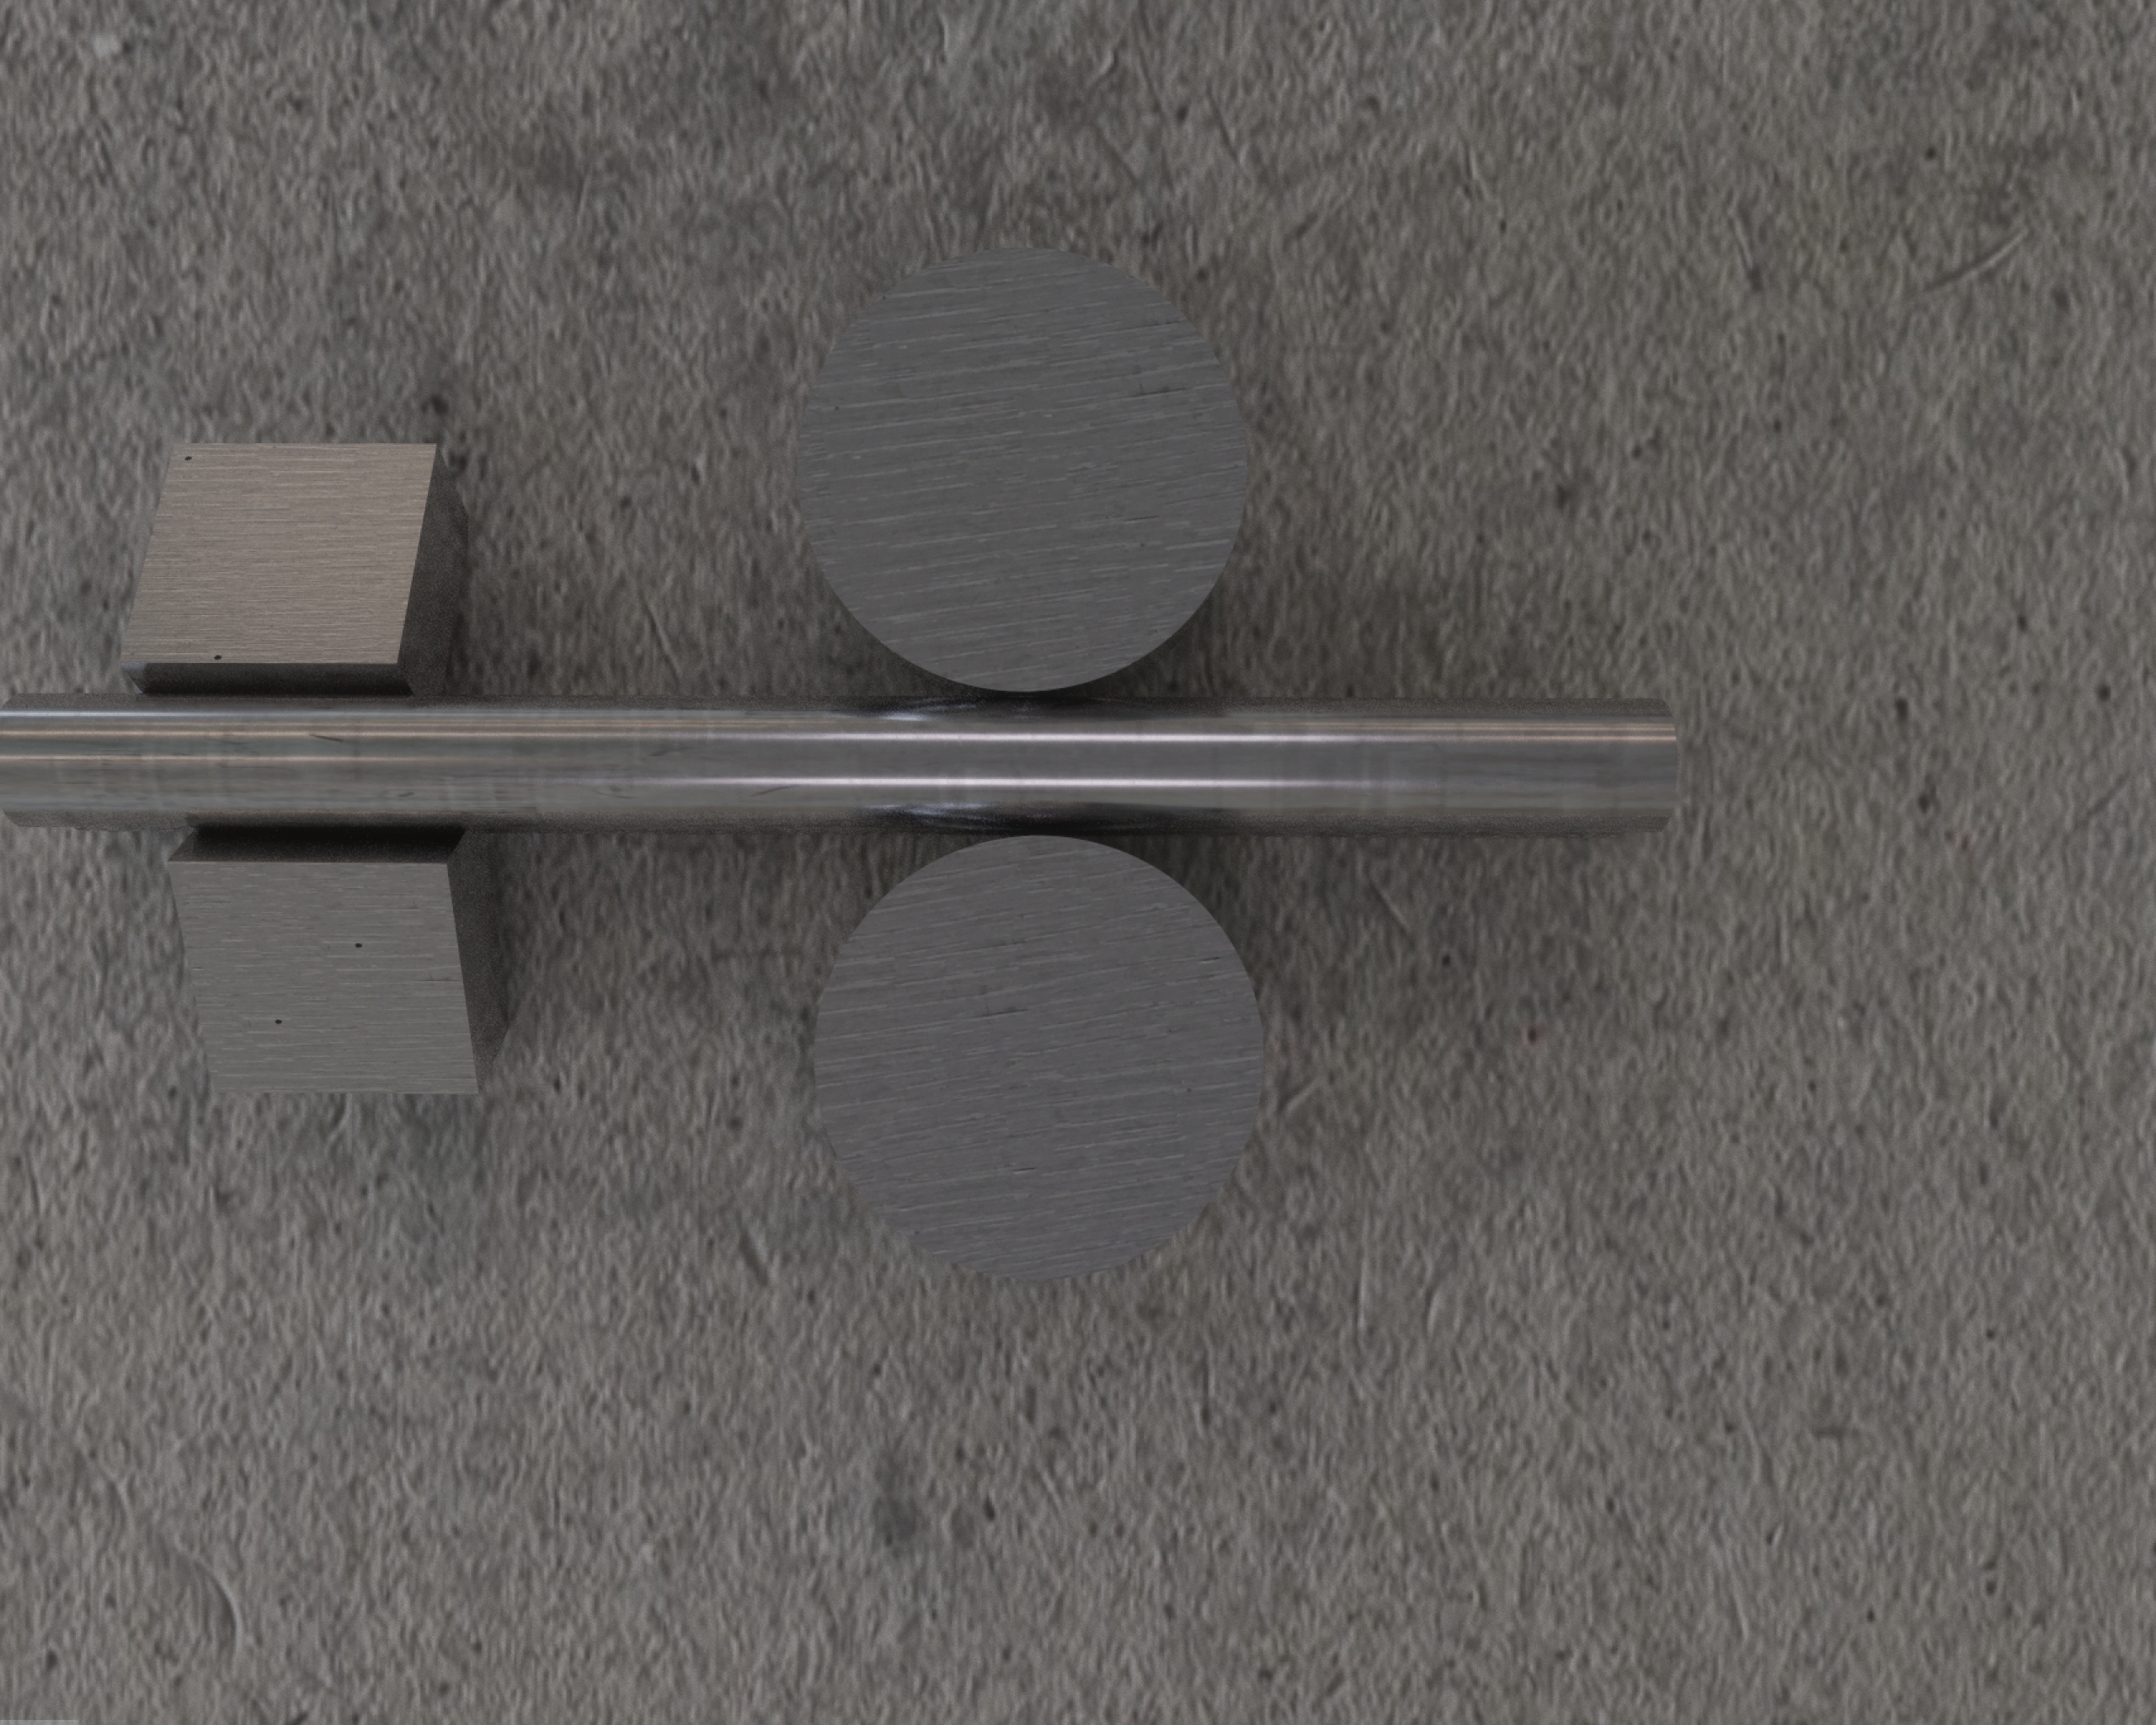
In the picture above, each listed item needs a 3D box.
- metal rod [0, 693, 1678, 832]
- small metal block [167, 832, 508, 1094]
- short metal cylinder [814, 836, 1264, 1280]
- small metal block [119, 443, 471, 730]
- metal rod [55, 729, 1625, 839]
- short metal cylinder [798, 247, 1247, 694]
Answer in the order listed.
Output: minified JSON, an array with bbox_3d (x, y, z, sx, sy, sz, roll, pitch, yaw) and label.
[{"bbox_3d":[-0.043,-0.018,0.386,0.302,0.025,0.025,0,90,0],"label":"metal rod"},{"bbox_3d":[-0.140,0.016,0.400,0.050,0.025,0.050,0,117,-1],"label":"small metal block"},{"bbox_3d":[-0.007,0.035,0.398,0.081,0.050,0.079,0,90,0],"label":"short metal cylinder"},{"bbox_3d":[-0.148,-0.053,0.400,0.050,0.025,0.050,0,63,0],"label":"small metal block"},{"bbox_3d":[-0.044,-0.018,0.411,0.302,0.025,0.025,0,90,0],"label":"metal rod"},{"bbox_3d":[-0.010,-0.071,0.398,0.081,0.050,0.079,0,90,0],"label":"short metal cylinder"}]
